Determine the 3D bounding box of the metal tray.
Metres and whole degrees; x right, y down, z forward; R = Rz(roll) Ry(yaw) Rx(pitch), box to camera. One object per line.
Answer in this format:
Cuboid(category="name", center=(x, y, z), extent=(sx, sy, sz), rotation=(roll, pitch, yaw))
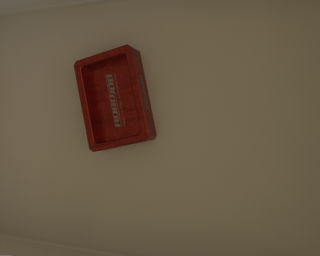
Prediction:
Cuboid(category="metal tray", center=(-0.063, -0.039, 0.428), extent=(0.090, 0.030, 0.129), rotation=(-13, 86, 19))
